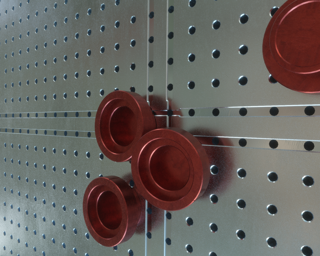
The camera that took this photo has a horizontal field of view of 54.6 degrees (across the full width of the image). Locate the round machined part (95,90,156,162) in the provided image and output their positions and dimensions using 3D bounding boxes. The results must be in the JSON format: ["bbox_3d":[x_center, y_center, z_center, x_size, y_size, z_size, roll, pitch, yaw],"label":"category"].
[{"bbox_3d":[-0.045,-0.002,0.436,0.098,0.042,0.097,0,90,40],"label":"round machined part"}]

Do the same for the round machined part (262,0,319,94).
[{"bbox_3d":[0.141,-0.081,0.283,0.098,0.042,0.097,0,90,40],"label":"round machined part"}]

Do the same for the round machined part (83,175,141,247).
[{"bbox_3d":[-0.066,0.118,0.454,0.098,0.042,0.097,0,90,40],"label":"round machined part"}]

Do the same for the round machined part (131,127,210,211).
[{"bbox_3d":[0.016,0.047,0.379,0.098,0.042,0.097,4,98,31],"label":"round machined part"}]
